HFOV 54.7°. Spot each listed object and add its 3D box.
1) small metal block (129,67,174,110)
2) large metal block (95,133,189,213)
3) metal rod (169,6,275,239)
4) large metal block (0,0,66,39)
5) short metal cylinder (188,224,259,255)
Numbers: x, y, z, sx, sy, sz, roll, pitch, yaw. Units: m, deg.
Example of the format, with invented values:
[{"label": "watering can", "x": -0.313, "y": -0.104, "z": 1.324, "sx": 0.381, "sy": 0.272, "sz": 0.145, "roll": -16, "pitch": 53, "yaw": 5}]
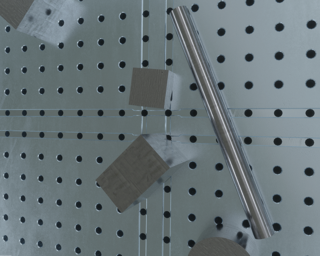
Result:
[{"label": "small metal block", "x": -0.011, "y": -0.053, "z": 0.416, "sx": 0.050, "sy": 0.025, "sz": 0.050, "roll": 8, "pitch": 93, "yaw": 19}, {"label": "large metal block", "x": -0.019, "y": 0.052, "z": 0.389, "sx": 0.080, "sy": 0.080, "sz": 0.050, "roll": -45, "pitch": 76, "yaw": 14}, {"label": "metal rod", "x": 0.074, "y": -0.012, "z": 0.385, "sx": 0.025, "sy": 0.025, "sz": 0.299, "roll": -22, "pitch": 83, "yaw": 18}, {"label": "large metal block", "x": -0.203, "y": -0.197, "z": 0.469, "sx": 0.080, "sy": 0.050, "sz": 0.080, "roll": 42, "pitch": 103, "yaw": 15}, {"label": "short metal cylinder", "x": 0.076, "y": 0.163, "z": 0.372, "sx": 0.080, "sy": 0.050, "sz": 0.079, "roll": 0, "pitch": 90, "yaw": 19}]
